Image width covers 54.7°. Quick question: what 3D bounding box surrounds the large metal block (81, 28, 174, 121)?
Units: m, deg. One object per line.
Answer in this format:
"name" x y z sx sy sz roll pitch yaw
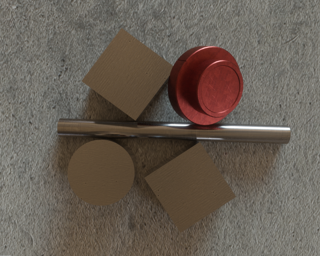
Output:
"large metal block" -0.038 -0.065 0.396 0.080 0.050 0.080 37 90 -1

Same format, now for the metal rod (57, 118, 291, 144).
"metal rod" 0.019 0.004 0.412 0.302 0.025 0.025 2 90 -1

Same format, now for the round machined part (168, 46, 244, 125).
"round machined part" 0.062 -0.050 0.380 0.099 0.042 0.097 -8 108 -26

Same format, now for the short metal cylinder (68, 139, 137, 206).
"short metal cylinder" -0.071 0.054 0.398 0.081 0.050 0.079 0 90 -1

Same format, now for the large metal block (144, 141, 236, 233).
"large metal block" 0.037 0.072 0.399 0.080 0.050 0.080 -33 90 0
